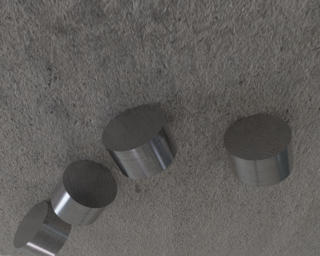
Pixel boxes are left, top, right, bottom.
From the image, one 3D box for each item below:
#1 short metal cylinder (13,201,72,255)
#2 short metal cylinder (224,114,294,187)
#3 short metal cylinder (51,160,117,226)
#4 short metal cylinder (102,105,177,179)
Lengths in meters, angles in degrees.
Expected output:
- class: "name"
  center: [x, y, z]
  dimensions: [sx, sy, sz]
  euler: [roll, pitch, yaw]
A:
- class: "short metal cylinder"
  center: [-0.194, 0.170, 0.514]
  dimensions: [0.080, 0.080, 0.050]
  euler: [-31, 124, 24]
- class: "short metal cylinder"
  center: [0.126, 0.028, 0.396]
  dimensions: [0.080, 0.080, 0.050]
  euler: [-14, 129, 11]
- class: "short metal cylinder"
  center: [-0.110, 0.093, 0.449]
  dimensions: [0.080, 0.080, 0.050]
  euler: [24, 126, -19]
- class: "short metal cylinder"
  center: [-0.025, 0.016, 0.385]
  dimensions: [0.080, 0.080, 0.050]
  euler: [-15, 129, 12]
